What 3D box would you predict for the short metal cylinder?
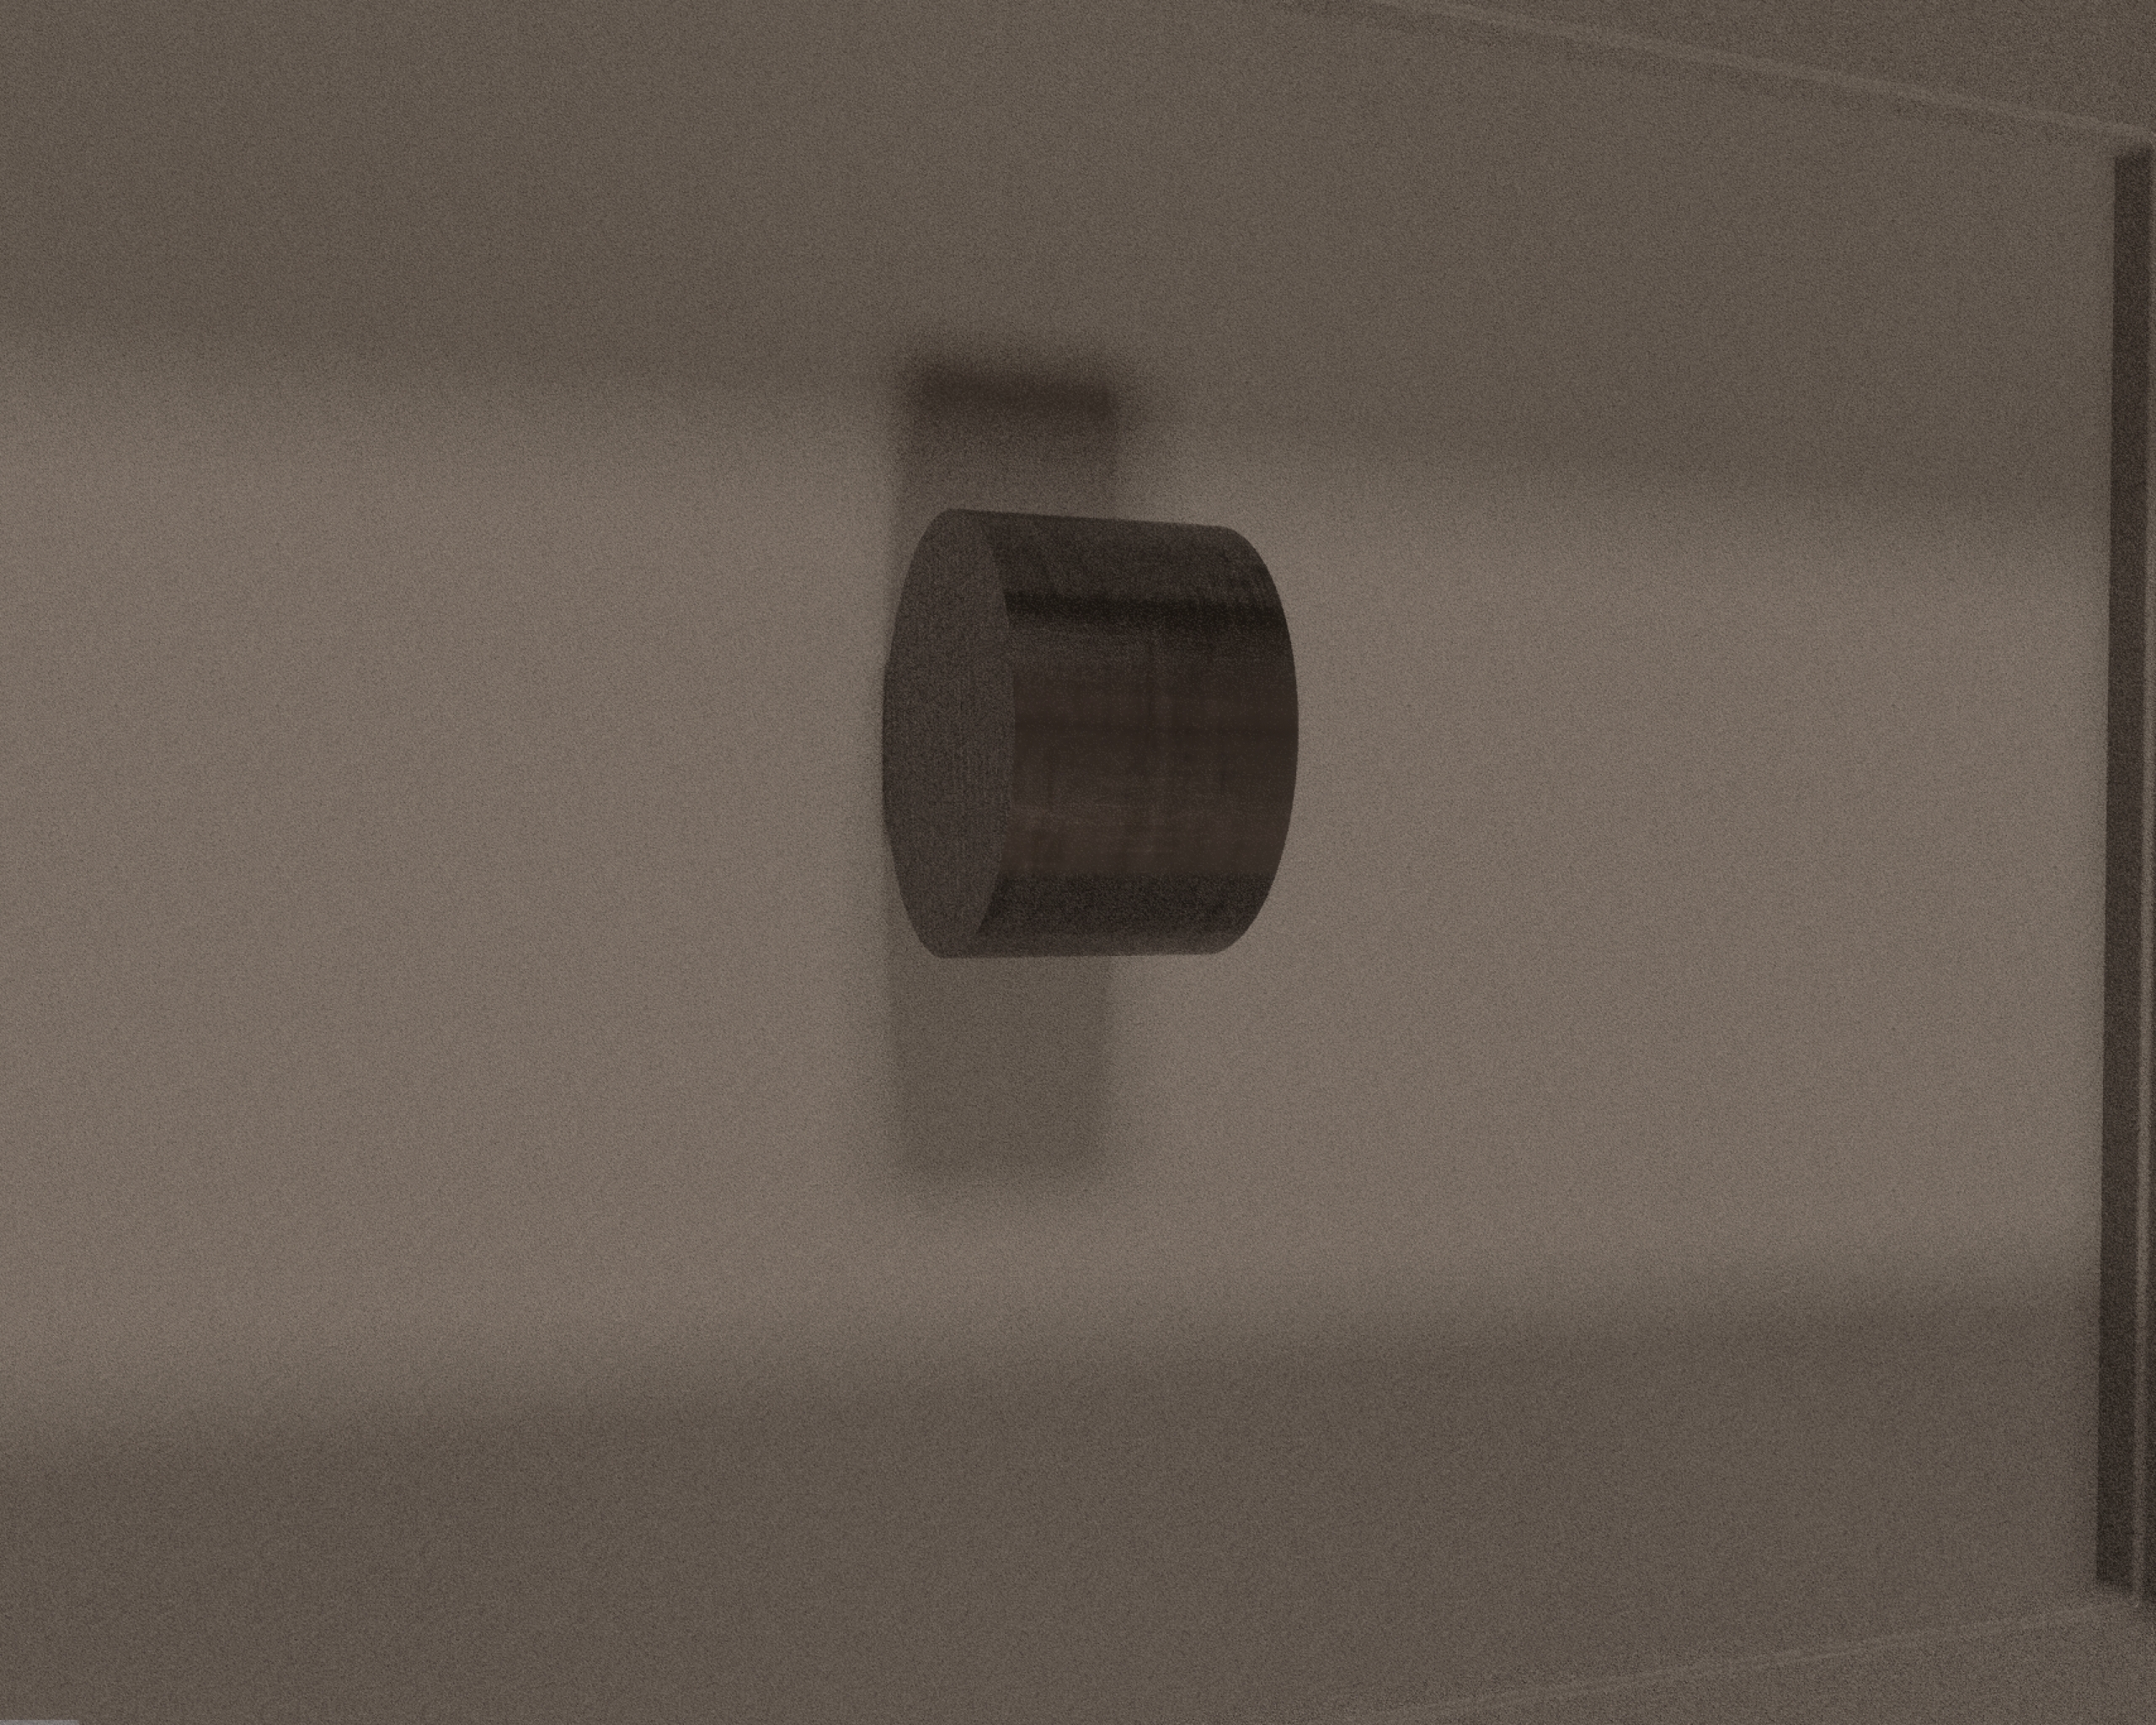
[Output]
[{"bbox_3d":[0.000,-0.023,0.380,0.050,0.080,0.079,0,90,-20],"label":"short metal cylinder"}]
